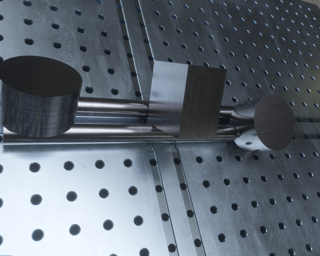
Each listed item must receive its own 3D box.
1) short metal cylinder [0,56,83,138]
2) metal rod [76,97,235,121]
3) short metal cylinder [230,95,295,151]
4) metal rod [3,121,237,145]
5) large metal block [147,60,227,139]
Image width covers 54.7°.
[{"bbox_3d":[-0.127,-0.035,0.326,0.081,0.050,0.080,15,34,-10],"label":"short metal cylinder"},{"bbox_3d":[0.031,-0.024,0.438,0.303,0.025,0.025,1,62,-28],"label":"metal rod"},{"bbox_3d":[0.151,-0.005,0.460,0.081,0.050,0.080,4,82,-27],"label":"short metal cylinder"},{"bbox_3d":[-0.027,0.006,0.389,0.303,0.025,0.025,1,62,-28],"label":"metal rod"},{"bbox_3d":[0.029,-0.036,0.372,0.050,0.080,0.079,1,103,-28],"label":"large metal block"}]
